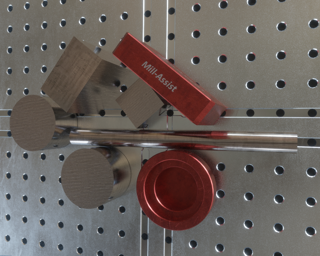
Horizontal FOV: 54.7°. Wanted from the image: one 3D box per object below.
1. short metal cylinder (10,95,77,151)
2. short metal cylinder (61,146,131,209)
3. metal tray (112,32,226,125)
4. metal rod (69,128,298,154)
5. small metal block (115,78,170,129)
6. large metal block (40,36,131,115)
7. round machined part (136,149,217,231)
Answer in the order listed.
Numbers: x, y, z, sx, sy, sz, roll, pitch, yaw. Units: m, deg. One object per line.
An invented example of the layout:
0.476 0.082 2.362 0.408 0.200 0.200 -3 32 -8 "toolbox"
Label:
-0.172 -0.007 0.459 0.080 0.050 0.080 0 90 20 "short metal cylinder"
-0.088 0.066 0.430 0.080 0.050 0.080 0 90 20 "short metal cylinder"
0.015 -0.056 0.372 0.130 0.090 0.030 42 103 15 "metal tray"
0.016 0.015 0.407 0.301 0.025 0.025 1 90 19 "metal rod"
-0.023 -0.034 0.421 0.050 0.025 0.050 -41 77 15 "small metal block"
-0.097 -0.066 0.418 0.050 0.080 0.080 40 103 15 "large metal block"
0.023 0.076 0.395 0.098 0.042 0.097 0 90 20 "round machined part"
